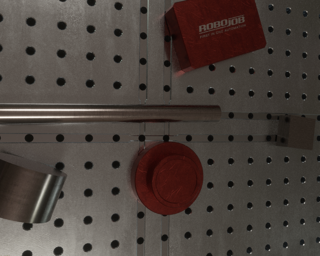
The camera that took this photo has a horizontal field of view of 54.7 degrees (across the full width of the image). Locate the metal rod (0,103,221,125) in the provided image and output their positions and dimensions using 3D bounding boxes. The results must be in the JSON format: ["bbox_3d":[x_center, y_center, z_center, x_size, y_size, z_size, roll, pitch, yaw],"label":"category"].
[{"bbox_3d":[-0.060,-0.018,0.391,0.303,0.025,0.025,-1,91,-21],"label":"metal rod"}]

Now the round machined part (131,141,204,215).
[{"bbox_3d":[0.014,0.067,0.410,0.099,0.042,0.097,0,90,-20],"label":"round machined part"}]

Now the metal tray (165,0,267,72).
[{"bbox_3d":[0.082,-0.141,0.441,0.131,0.030,0.090,-20,97,-19],"label":"metal tray"}]

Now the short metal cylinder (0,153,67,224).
[{"bbox_3d":[-0.147,0.062,0.329,0.080,0.080,0.050,21,83,-19],"label":"short metal cylinder"}]

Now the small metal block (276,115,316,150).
[{"bbox_3d":[0.217,0.007,0.495,0.050,0.025,0.050,8,87,-20],"label":"small metal block"}]
